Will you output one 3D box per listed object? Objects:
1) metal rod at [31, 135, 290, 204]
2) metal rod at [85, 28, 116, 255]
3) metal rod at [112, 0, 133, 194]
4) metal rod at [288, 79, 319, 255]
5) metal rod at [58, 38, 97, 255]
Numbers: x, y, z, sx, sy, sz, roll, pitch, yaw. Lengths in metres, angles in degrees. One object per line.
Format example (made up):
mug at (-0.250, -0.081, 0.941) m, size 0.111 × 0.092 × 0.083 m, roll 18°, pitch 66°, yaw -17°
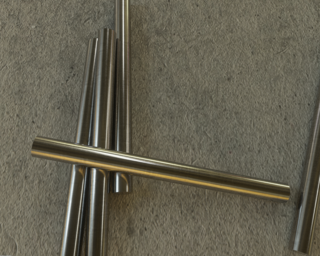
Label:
metal rod at (0.006, 0.050, 0.366) m, size 0.302 × 0.025 × 0.025 m, roll 11°, pitch 70°, yaw -5°
metal rod at (-0.073, 0.011, 0.393) m, size 0.025 × 0.025 × 0.299 m, roll 0°, pitch 74°, yaw 0°
metal rod at (-0.052, -0.061, 0.429) m, size 0.025 × 0.025 × 0.299 m, roll -2°, pitch 70°, yaw -1°
metal rod at (0.209, 0.010, 0.405) m, size 0.025 × 0.025 × 0.300 m, roll 18°, pitch 71°, yaw 6°
metal rod at (-0.098, 0.017, 0.401) m, size 0.025 × 0.025 × 0.299 m, roll 2°, pitch 70°, yaw 1°
